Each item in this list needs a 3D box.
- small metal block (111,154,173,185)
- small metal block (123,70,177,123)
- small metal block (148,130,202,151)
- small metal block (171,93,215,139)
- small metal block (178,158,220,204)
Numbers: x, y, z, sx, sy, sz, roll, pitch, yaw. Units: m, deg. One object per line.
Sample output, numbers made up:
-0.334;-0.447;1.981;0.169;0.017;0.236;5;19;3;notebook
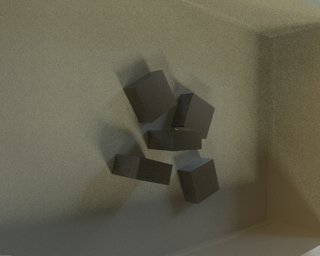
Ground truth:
-0.022;0.050;0.374;0.050;0.050;0.025;19;78;-39;small metal block
-0.012;-0.040;0.399;0.050;0.025;0.050;-38;114;-33;small metal block
0.019;0.015;0.409;0.050;0.050;0.025;0;91;-40;small metal block
0.049;-0.017;0.450;0.050;0.025;0.050;29;72;-37;small metal block
0.058;0.077;0.458;0.050;0.025;0.050;-22;104;-38;small metal block
